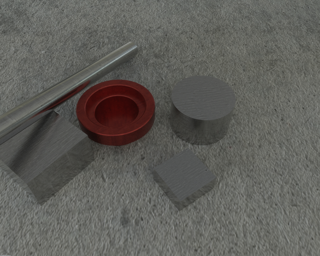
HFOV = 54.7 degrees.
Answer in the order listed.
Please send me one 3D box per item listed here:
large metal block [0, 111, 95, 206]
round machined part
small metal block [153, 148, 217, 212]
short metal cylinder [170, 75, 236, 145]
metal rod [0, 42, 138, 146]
[{"bbox_3d":[-0.138,0.028,0.362,0.080,0.050,0.080,32,57,24],"label":"large metal block"},{"bbox_3d":[-0.056,-0.015,0.404,0.099,0.042,0.098,0,50,0],"label":"round machined part"},{"bbox_3d":[0.028,0.058,0.355,0.050,0.025,0.050,-28,56,-22],"label":"small metal block"},{"bbox_3d":[0.055,-0.024,0.408,0.081,0.050,0.080,0,50,0],"label":"short metal cylinder"},{"bbox_3d":[-0.111,-0.056,0.399,0.025,0.025,0.301,21,38,16],"label":"metal rod"}]
